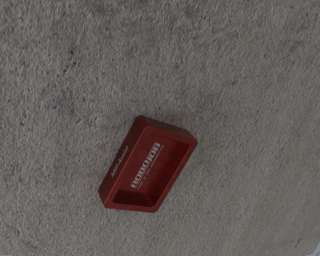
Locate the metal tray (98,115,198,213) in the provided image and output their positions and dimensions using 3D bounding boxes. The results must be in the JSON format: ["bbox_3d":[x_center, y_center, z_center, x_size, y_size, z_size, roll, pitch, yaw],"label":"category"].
[{"bbox_3d":[-0.017,0.054,0.427,0.091,0.030,0.129,17,109,-35],"label":"metal tray"}]
